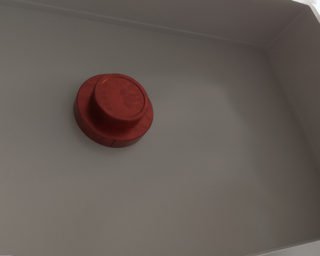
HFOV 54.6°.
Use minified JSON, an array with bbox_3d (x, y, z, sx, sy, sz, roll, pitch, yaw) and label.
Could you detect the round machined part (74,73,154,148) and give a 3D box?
[{"bbox_3d":[-0.053,-0.028,0.383,0.099,0.042,0.098,13,56,-21],"label":"round machined part"}]
